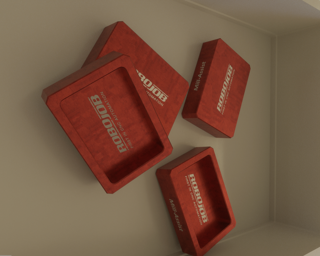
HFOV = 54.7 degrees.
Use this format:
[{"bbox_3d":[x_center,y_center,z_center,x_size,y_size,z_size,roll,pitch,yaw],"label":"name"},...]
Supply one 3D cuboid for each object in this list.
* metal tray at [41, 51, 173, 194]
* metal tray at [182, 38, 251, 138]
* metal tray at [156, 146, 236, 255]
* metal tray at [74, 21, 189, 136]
[{"bbox_3d":[-0.050,-0.003,0.330,0.090,0.030,0.130,-34,121,-14],"label":"metal tray"},{"bbox_3d":[0.090,-0.059,0.479,0.090,0.030,0.130,28,72,-37],"label":"metal tray"},{"bbox_3d":[0.054,0.102,0.441,0.091,0.030,0.129,-25,100,-37],"label":"metal tray"},{"bbox_3d":[-0.028,-0.052,0.379,0.130,0.030,0.090,37,67,-34],"label":"metal tray"}]
